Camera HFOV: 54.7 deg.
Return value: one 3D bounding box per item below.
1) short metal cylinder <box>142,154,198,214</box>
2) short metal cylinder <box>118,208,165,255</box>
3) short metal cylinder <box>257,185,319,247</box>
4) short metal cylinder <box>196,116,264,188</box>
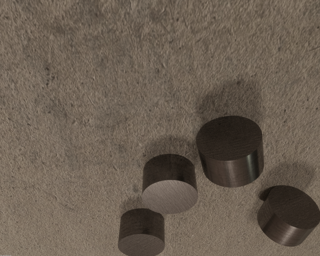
[{"bbox_3d":[0.014,0.084,0.463,0.081,0.050,0.079,0,130,0],"label":"short metal cylinder"},{"bbox_3d":[-0.032,0.187,0.550,0.081,0.050,0.079,0,130,0],"label":"short metal cylinder"},{"bbox_3d":[0.203,0.139,0.493,0.081,0.080,0.050,6,130,-6],"label":"short metal cylinder"},{"bbox_3d":[0.090,0.029,0.397,0.080,0.080,0.050,-11,129,9],"label":"short metal cylinder"}]
